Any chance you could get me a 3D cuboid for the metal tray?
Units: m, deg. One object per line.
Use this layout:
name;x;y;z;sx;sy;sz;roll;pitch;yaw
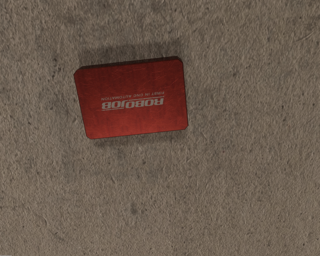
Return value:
metal tray;-0.034;-0.038;0.393;0.131;0.030;0.089;-6;110;1
